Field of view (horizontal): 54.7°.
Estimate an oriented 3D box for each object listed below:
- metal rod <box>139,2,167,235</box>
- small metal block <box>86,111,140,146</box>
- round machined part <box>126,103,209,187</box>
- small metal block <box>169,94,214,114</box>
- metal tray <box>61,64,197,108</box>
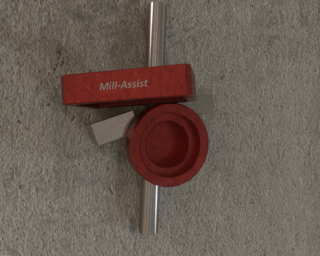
[{"bbox_3d":[-0.009,-0.013,0.408,0.025,0.025,0.298,2,89,-20],"label":"metal rod"},{"bbox_3d":[-0.059,0.000,0.376,0.050,0.050,0.025,-20,97,-19],"label":"small metal block"},{"bbox_3d":[0.006,0.019,0.375,0.099,0.042,0.097,-2,94,-22],"label":"round machined part"},{"bbox_3d":[0.036,-0.030,0.411,0.050,0.050,0.025,-2,91,-20],"label":"small metal block"},{"bbox_3d":[-0.028,-0.042,0.341,0.131,0.090,0.030,-4,90,9],"label":"metal tray"}]
